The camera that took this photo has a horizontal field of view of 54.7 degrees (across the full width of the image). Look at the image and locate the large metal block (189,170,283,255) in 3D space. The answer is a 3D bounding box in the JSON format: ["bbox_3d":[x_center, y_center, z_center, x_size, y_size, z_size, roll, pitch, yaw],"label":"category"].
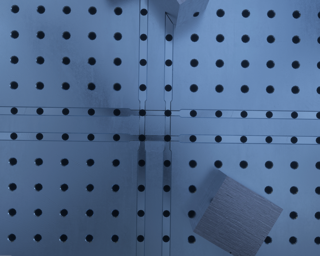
[{"bbox_3d":[0.095,0.113,0.402,0.080,0.050,0.080,31,90,-1],"label":"large metal block"}]

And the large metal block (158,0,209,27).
[{"bbox_3d":[0.021,-0.185,0.386,0.050,0.080,0.080,-34,90,0],"label":"large metal block"}]
